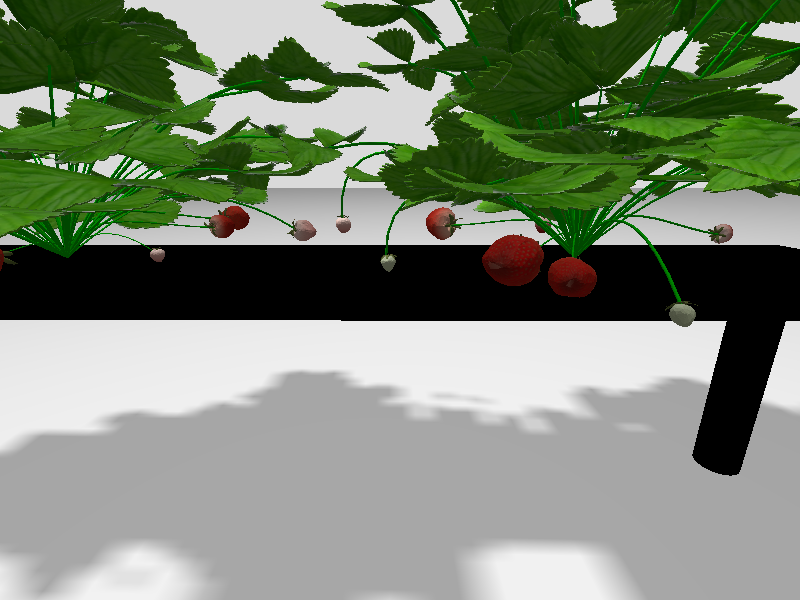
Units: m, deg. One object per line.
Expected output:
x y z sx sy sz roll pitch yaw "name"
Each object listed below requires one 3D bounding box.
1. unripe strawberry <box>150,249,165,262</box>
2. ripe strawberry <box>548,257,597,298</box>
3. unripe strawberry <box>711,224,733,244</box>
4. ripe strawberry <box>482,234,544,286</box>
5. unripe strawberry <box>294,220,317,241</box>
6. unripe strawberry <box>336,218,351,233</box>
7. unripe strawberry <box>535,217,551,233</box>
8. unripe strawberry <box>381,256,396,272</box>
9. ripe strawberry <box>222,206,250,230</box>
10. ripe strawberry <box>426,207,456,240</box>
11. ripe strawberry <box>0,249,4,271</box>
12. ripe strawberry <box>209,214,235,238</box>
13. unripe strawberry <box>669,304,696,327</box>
-0.207 -0.038 0.342 0.011 0.011 0.011 2 17 7 "unripe strawberry"
0.099 -0.013 0.231 0.027 0.023 0.027 8 19 23 "ripe strawberry"
0.340 -0.070 0.421 0.020 0.021 0.018 -6 18 -21 "unripe strawberry"
0.069 -0.024 0.252 0.037 0.033 0.034 14 23 38 "ripe strawberry"
-0.102 -0.075 0.432 0.024 0.023 0.026 4 14 -26 "unripe strawberry"
-0.072 -0.094 0.507 0.019 0.020 0.018 12 21 34 "unripe strawberry"
0.182 -0.096 0.511 0.021 0.021 0.018 3 21 9 "unripe strawberry"
-0.009 -0.027 0.294 0.011 0.012 0.011 -6 18 -19 "unripe strawberry"
-0.214 -0.108 0.523 0.036 0.031 0.036 8 18 23 "ripe strawberry"
0.045 -0.088 0.460 0.035 0.037 0.037 -16 23 -41 "ripe strawberry"
-0.289 -0.027 0.267 0.032 0.034 0.035 -1 18 -4 "ripe strawberry"
-0.208 -0.087 0.471 0.026 0.027 0.028 12 20 33 "ripe strawberry"
0.136 0.007 0.192 0.011 0.011 0.010 2 -26 6 "unripe strawberry"
